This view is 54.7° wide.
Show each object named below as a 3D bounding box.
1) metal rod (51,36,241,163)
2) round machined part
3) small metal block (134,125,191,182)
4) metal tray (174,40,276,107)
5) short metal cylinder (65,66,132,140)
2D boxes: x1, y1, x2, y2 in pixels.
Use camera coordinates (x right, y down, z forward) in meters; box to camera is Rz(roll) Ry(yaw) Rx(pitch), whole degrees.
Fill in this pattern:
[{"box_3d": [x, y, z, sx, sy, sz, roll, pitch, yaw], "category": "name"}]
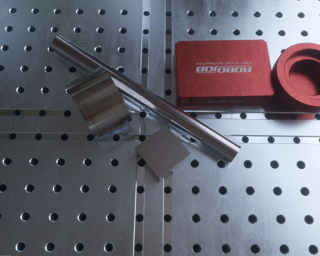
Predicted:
[{"box_3d": [-0.026, -0.045, 0.427, 0.301, 0.025, 0.025, 33, 73, 11], "category": "metal rod"}, {"box_3d": [0.203, -0.065, 0.429, 0.099, 0.042, 0.098, 0, 70, -1], "category": "round machined part"}, {"box_3d": [0.003, 0.033, 0.400, 0.050, 0.025, 0.050, -37, 75, -13], "category": "small metal block"}, {"box_3d": [0.088, -0.078, 0.439, 0.131, 0.030, 0.090, -1, 70, -1], "category": "metal tray"}, {"box_3d": [-0.077, -0.031, 0.393, 0.050, 0.080, 0.080, -29, 73, -10], "category": "short metal cylinder"}]
